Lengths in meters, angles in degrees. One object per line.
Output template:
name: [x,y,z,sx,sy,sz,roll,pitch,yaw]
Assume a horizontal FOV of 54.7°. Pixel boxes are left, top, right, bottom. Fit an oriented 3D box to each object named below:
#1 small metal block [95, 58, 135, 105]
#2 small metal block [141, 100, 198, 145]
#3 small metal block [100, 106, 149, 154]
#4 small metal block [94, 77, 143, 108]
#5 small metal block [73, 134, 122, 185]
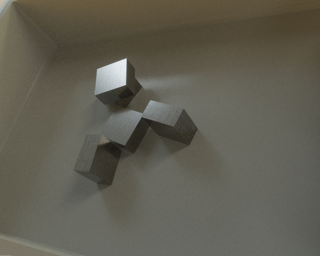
small metal block: [-0.064,-0.067,0.449,0.050,0.025,0.050,-15,55,19]
small metal block: [0.013,-0.006,0.387,0.050,0.050,0.025,17,71,35]
small metal block: [-0.048,0.001,0.430,0.050,0.025,0.050,18,71,35]
small metal block: [-0.064,-0.059,0.476,0.050,0.025,0.050,29,78,37]
small metal block: [-0.080,0.042,0.406,0.025,0.050,0.050,0,62,28]
